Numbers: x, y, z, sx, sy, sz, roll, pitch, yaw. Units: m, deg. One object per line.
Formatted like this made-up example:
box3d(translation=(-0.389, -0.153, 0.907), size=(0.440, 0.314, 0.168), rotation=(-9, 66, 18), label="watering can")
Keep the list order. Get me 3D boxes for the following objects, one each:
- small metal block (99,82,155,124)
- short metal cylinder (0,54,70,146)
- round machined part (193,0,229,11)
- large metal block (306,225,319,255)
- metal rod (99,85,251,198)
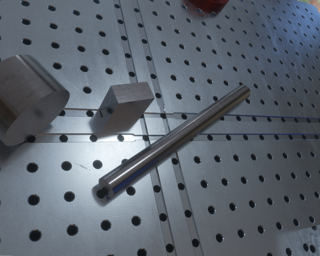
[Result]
box3d(translation=(-0.042, -0.032, 0.390), size=(0.050, 0.050, 0.025), rotation=(-12, 68, -33), label="small metal block")
box3d(translation=(-0.141, -0.028, 0.315), size=(0.050, 0.080, 0.080), rotation=(45, 51, 2), label="short metal cylinder")
box3d(translation=(0.102, -0.290, 0.632), size=(0.099, 0.042, 0.098), rotation=(14, 56, -21), label="round machined part")
box3d(translation=(0.258, 0.180, 0.424), size=(0.081, 0.050, 0.080), rotation=(18, 55, -19), label="large metal block")
box3d(translation=(0.042, 0.002, 0.431), size=(0.302, 0.025, 0.025), rotation=(-32, 80, -38), label="metal rod")
